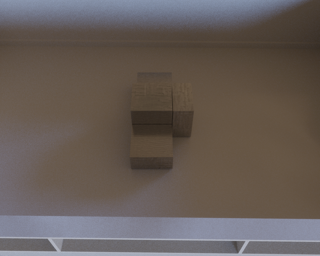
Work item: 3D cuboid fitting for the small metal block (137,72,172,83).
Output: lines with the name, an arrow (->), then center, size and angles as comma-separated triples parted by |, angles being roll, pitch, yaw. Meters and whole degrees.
small metal block -> -0.008, -0.055, 0.448 | 0.050, 0.025, 0.050 | 0, 50, 0

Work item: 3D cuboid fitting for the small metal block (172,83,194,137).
small metal block -> 0.028, -0.024, 0.406 | 0.025, 0.050, 0.050 | 0, 50, 0

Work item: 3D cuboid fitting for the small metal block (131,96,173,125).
small metal block -> -0.010, -0.014, 0.398 | 0.050, 0.050, 0.025 | 0, 50, 0

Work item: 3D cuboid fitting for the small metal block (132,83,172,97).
small metal block -> -0.010, -0.033, 0.414 | 0.050, 0.050, 0.025 | 0, 50, 0

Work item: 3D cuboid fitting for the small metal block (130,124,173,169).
small metal block -> -0.010, 0.023, 0.384 | 0.050, 0.025, 0.050 | 0, 50, 0
